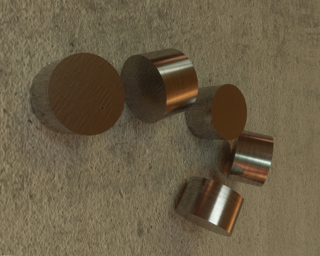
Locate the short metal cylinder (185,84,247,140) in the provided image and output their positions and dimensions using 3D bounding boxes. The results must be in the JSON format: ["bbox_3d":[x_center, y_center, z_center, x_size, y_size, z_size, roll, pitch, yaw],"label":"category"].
[{"bbox_3d":[0.083,-0.023,0.458,0.081,0.050,0.080,0,90,-39],"label":"short metal cylinder"}]

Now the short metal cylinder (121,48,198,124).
[{"bbox_3d":[-0.002,-0.050,0.367,0.050,0.080,0.080,-23,105,-38],"label":"short metal cylinder"}]

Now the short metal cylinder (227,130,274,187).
[{"bbox_3d":[0.137,0.046,0.477,0.080,0.050,0.080,12,92,-81],"label":"short metal cylinder"}]

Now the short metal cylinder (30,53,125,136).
[{"bbox_3d":[-0.084,-0.033,0.318,0.081,0.050,0.080,0,90,-40],"label":"short metal cylinder"}]

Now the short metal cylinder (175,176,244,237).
[{"bbox_3d":[0.068,0.108,0.426,0.080,0.080,0.050,40,66,-33],"label":"short metal cylinder"}]
